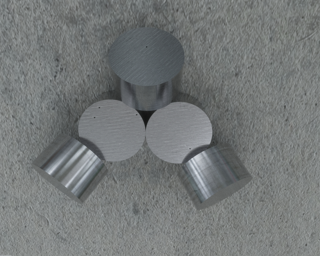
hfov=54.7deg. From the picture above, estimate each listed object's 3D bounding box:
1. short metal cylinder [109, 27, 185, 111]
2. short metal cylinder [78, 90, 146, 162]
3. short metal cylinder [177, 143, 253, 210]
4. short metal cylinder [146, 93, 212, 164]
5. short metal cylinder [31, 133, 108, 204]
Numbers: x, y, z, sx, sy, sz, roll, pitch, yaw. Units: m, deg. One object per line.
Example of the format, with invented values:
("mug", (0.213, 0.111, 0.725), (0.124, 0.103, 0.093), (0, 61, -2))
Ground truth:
("short metal cylinder", (-0.015, -0.066, 0.351), (0.081, 0.080, 0.050), (2, 153, -1))
("short metal cylinder", (-0.058, -0.004, 0.395), (0.081, 0.050, 0.079), (0, 110, 0))
("short metal cylinder", (0.070, 0.063, 0.399), (0.080, 0.080, 0.050), (-35, 65, 12))
("short metal cylinder", (0.023, -0.001, 0.397), (0.081, 0.050, 0.079), (0, 110, 0))
("short metal cylinder", (-0.114, 0.052, 0.393), (0.080, 0.080, 0.050), (44, 64, -15))
